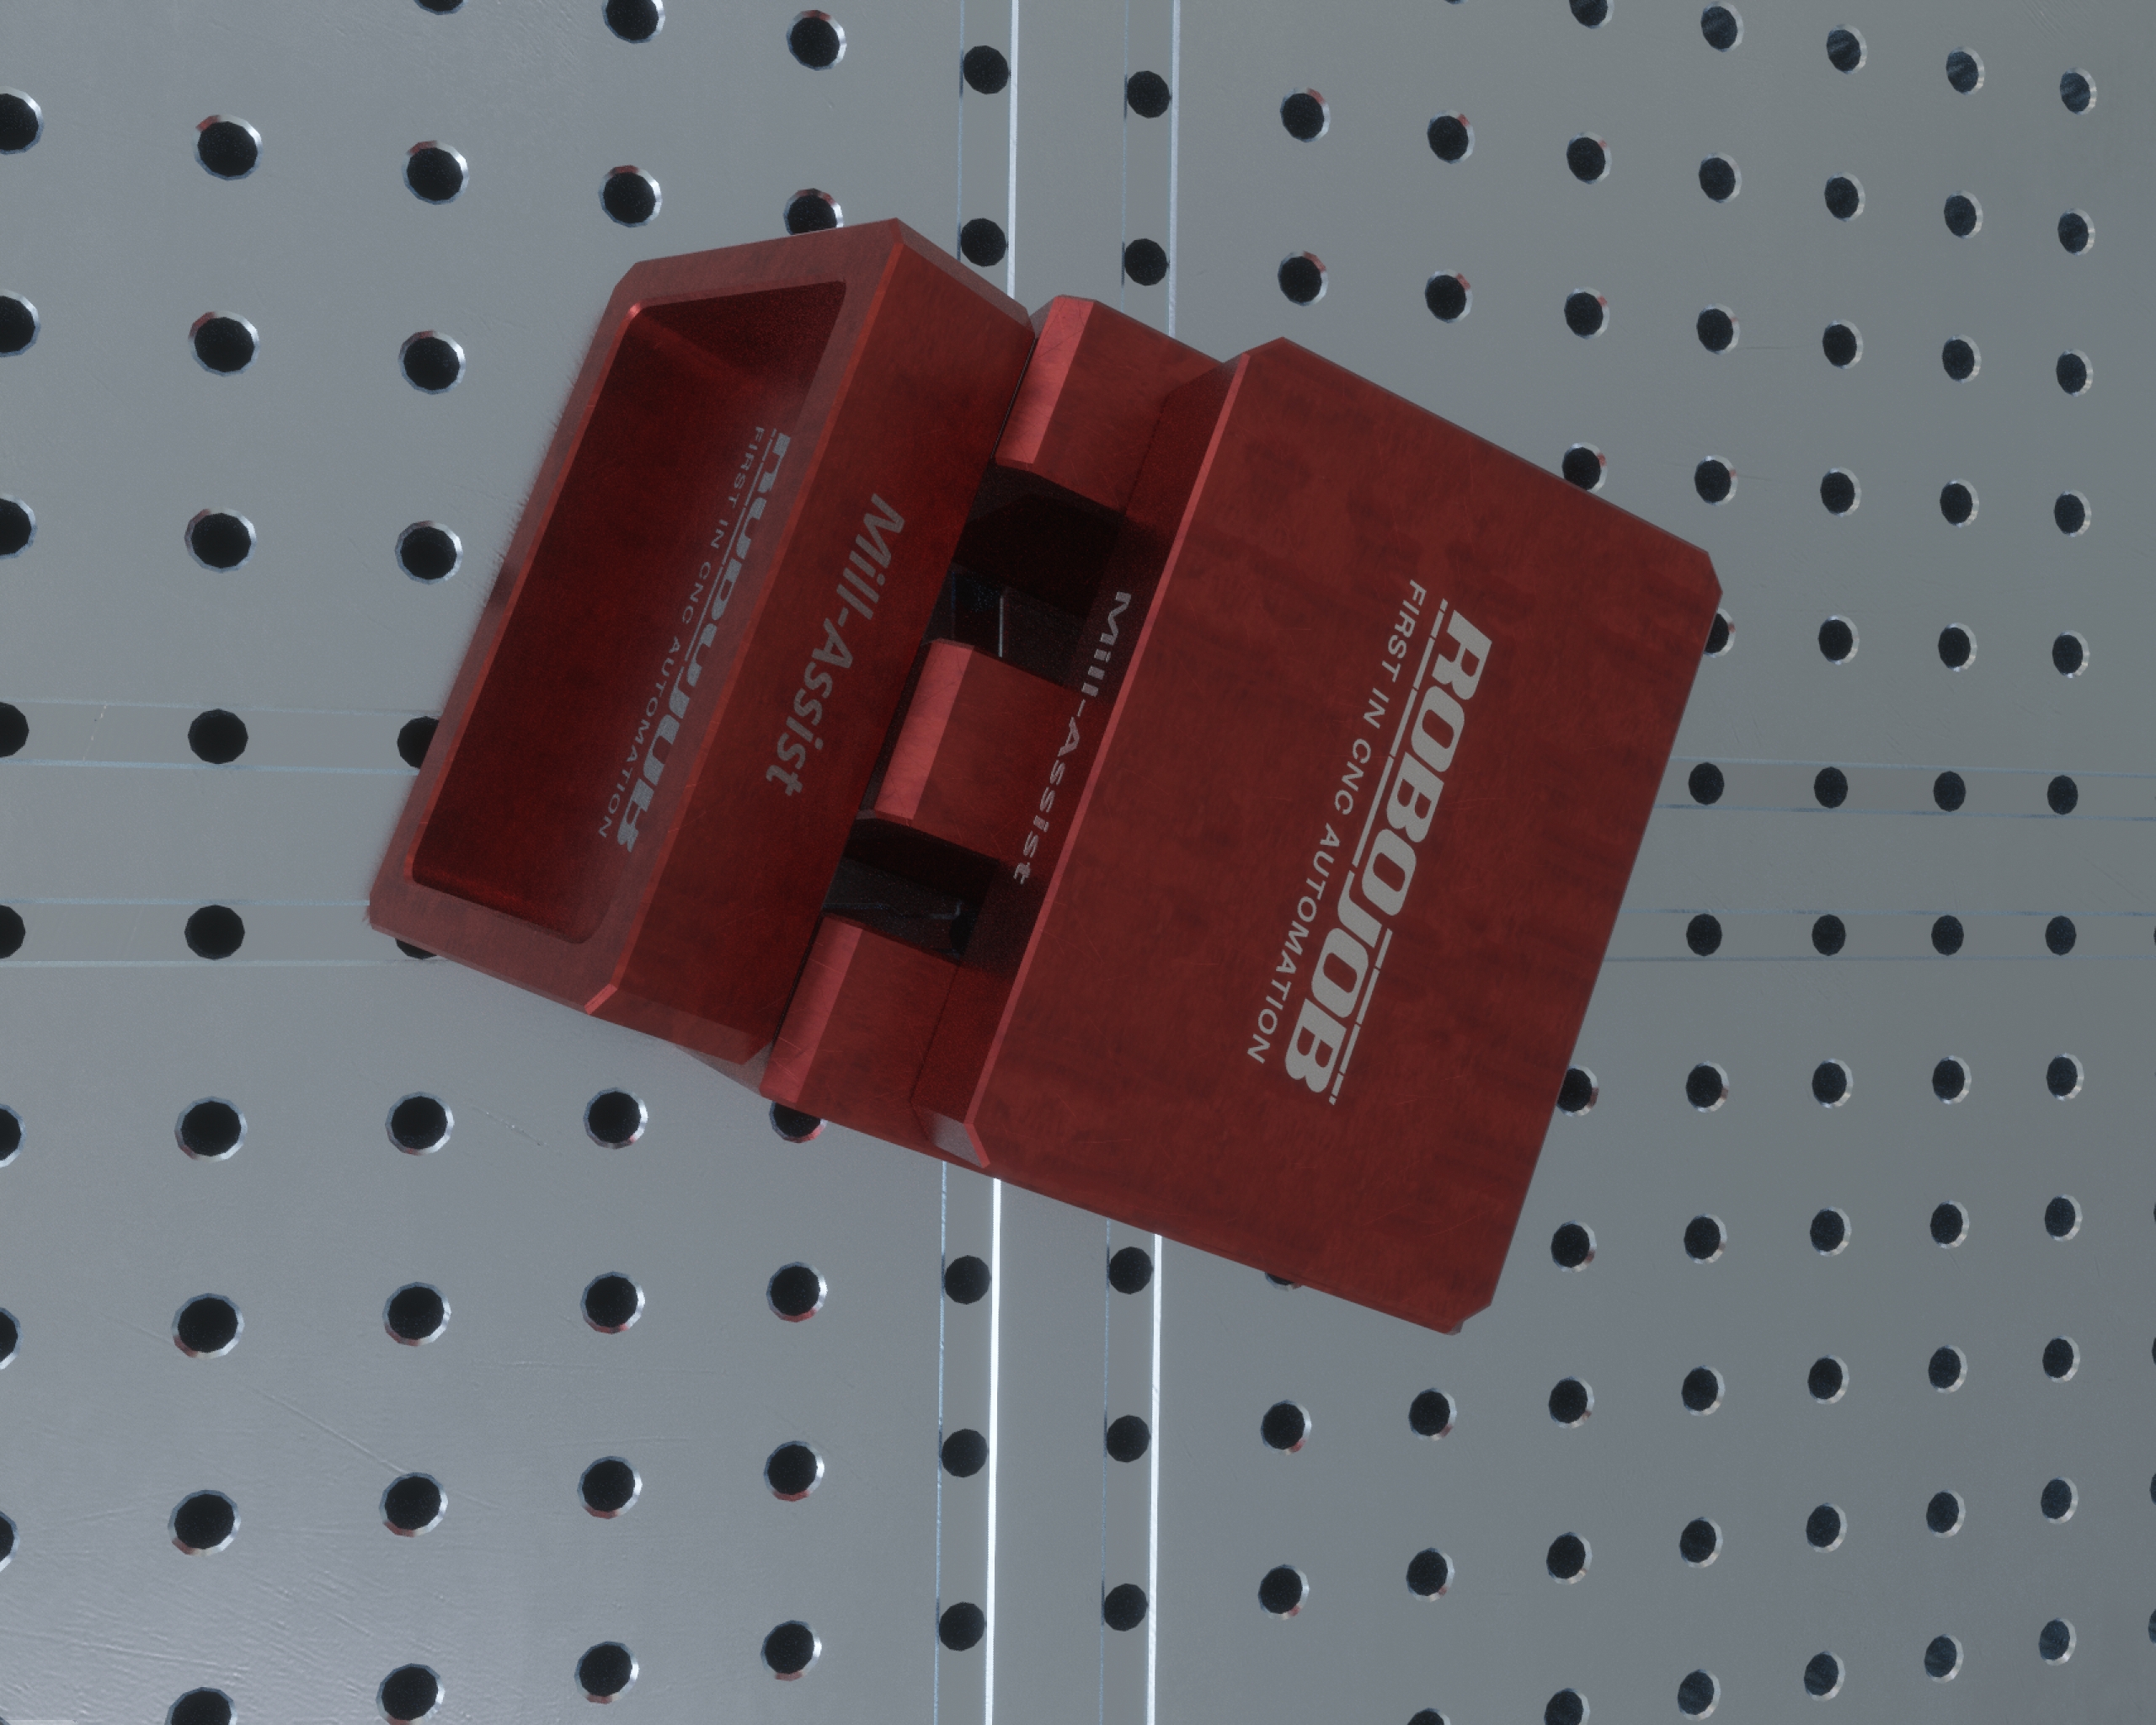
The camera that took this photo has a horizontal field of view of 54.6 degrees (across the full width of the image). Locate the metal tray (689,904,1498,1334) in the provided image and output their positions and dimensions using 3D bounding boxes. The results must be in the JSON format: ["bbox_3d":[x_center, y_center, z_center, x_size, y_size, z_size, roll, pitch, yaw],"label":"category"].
[{"bbox_3d":[0.000,0.044,0.377,0.131,0.090,0.030,22,83,-19],"label":"metal tray"}]

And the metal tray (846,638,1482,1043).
[{"bbox_3d":[0.016,0.001,0.382,0.131,0.090,0.030,21,82,-20],"label":"metal tray"}]

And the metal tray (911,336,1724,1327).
[{"bbox_3d":[0.039,-0.004,0.327,0.090,0.030,0.130,22,83,-19],"label":"metal tray"}]

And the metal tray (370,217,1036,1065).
[{"bbox_3d":[-0.066,-0.039,0.351,0.030,0.090,0.130,26,81,-40],"label":"metal tray"}]

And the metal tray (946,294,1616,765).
[{"bbox_3d":[0.036,-0.055,0.390,0.131,0.090,0.030,22,84,-18],"label":"metal tray"}]
